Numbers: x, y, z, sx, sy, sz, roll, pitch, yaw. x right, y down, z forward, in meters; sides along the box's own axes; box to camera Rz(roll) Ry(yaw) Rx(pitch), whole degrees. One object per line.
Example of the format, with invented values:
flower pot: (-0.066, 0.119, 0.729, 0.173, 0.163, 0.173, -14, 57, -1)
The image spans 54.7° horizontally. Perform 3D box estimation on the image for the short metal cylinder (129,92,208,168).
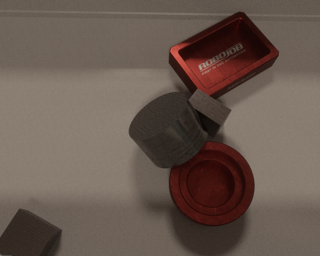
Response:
short metal cylinder: (0.010, 0.002, 0.373, 0.080, 0.080, 0.050, -46, 121, -15)

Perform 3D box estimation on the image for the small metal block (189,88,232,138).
small metal block: (0.060, -0.018, 0.404, 0.050, 0.050, 0.025, 34, 74, 11)

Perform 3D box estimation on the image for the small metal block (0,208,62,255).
small metal block: (-0.153, 0.129, 0.360, 0.050, 0.025, 0.050, 26, 72, 9)

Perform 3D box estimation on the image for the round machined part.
round machined part: (0.060, 0.069, 0.376, 0.099, 0.042, 0.098, 0, 70, -1)

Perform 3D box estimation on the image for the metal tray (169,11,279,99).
metal tray: (0.090, -0.101, 0.445, 0.131, 0.030, 0.090, -31, 73, -11)
